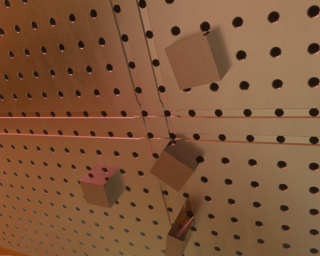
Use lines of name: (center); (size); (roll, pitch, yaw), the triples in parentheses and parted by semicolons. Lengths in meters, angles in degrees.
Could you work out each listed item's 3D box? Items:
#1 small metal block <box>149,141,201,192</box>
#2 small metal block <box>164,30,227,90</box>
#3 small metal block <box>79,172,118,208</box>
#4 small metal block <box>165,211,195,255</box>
small metal block: (0.020, 0.054, 0.434); (0.050, 0.025, 0.050); (34, 129, 5)
small metal block: (0.040, -0.074, 0.344); (0.050, 0.025, 0.050); (-10, 114, 32)
small metal block: (-0.105, 0.107, 0.533); (0.050, 0.025, 0.050); (4, 121, 26)
small metal block: (0.031, 0.169, 0.484); (0.025, 0.050, 0.050); (18, 125, 18)
